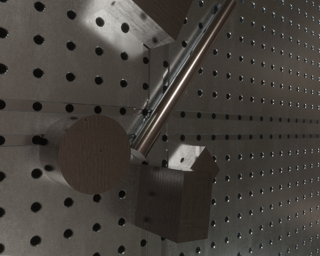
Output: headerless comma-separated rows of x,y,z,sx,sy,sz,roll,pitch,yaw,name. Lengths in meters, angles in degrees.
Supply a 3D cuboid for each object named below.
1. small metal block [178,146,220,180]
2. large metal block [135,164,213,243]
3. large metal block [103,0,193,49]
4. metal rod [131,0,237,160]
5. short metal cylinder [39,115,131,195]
0.057,0.062,0.460,0.050,0.025,0.050,-50,120,-28,small metal block
0.016,0.090,0.389,0.050,0.080,0.080,10,84,-40,large metal block
-0.010,-0.160,0.386,0.080,0.050,0.080,34,69,-35,large metal block
0.043,-0.085,0.446,0.025,0.025,0.300,47,62,-31,metal rod
-0.078,0.026,0.329,0.081,0.050,0.079,-1,91,-40,short metal cylinder
